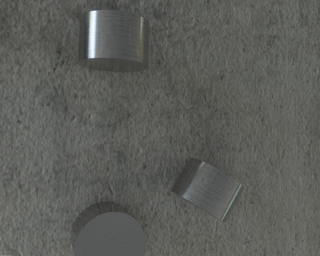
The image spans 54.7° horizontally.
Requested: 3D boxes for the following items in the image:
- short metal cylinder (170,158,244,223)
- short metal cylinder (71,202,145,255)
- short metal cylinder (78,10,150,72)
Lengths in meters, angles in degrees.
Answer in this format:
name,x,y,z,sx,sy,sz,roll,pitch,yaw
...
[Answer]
name,x,y,z,sx,sy,sz,roll,pitch,yaw
short metal cylinder,0.061,0.081,0.404,0.080,0.080,0.050,35,79,-17
short metal cylinder,-0.064,0.134,0.373,0.081,0.050,0.079,0,90,-21
short metal cylinder,-0.053,-0.097,0.361,0.081,0.080,0.050,2,90,-20
